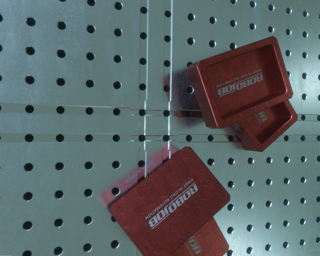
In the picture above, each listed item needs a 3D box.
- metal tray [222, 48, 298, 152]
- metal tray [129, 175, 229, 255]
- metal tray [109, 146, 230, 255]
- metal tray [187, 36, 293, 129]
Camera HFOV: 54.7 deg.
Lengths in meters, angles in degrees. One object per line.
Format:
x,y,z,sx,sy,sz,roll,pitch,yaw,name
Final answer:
0.139,-0.040,0.462,0.090,0.030,0.130,-38,103,-16,metal tray
0.027,0.136,0.421,0.091,0.030,0.130,-32,101,-18,metal tray
0.013,0.096,0.395,0.131,0.030,0.090,-37,83,-18,metal tray
0.111,-0.062,0.419,0.131,0.030,0.090,-22,98,-19,metal tray
